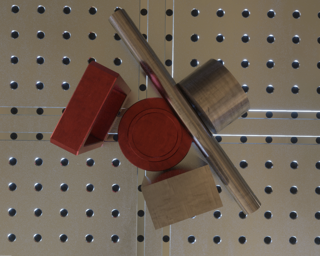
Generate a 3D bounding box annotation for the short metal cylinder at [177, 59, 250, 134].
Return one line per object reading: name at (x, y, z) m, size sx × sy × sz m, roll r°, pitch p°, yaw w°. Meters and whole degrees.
short metal cylinder at (0.066, -0.039, 0.386) m, size 0.050 × 0.080 × 0.080 m, roll -37°, pitch 90°, yaw 0°

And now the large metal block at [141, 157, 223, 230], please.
large metal block at (0.024, 0.077, 0.386) m, size 0.080 × 0.080 × 0.050 m, roll -19°, pitch 90°, yaw 0°

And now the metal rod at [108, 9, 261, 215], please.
metal rod at (0.032, -0.020, 0.393) m, size 0.025 × 0.025 × 0.299 m, roll -35°, pitch 90°, yaw 0°

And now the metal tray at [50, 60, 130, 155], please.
metal tray at (-0.073, -0.020, 0.360) m, size 0.030 × 0.130 × 0.090 m, roll 27°, pitch 90°, yaw 0°

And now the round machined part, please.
round machined part at (-0.006, 0.009, 0.404) m, size 0.099 × 0.042 × 0.097 m, roll 0°, pitch 90°, yaw -1°
